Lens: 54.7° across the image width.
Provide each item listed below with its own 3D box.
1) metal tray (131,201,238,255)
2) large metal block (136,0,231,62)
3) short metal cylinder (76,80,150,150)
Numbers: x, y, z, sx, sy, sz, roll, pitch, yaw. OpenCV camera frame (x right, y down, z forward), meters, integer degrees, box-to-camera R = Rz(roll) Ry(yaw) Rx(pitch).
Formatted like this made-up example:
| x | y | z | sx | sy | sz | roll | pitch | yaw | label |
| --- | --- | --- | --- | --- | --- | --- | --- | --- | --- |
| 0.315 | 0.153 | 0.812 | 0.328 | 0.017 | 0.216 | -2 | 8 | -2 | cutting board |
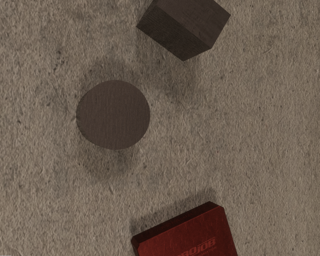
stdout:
| x | y | z | sx | sy | sz | roll | pitch | yaw | label |
| --- | --- | --- | --- | --- | --- | --- | --- | --- | --- |
| 0.036 | 0.167 | 0.421 | 0.131 | 0.030 | 0.089 | -19 | 97 | -19 | metal tray |
| 0.026 | -0.135 | 0.390 | 0.080 | 0.080 | 0.050 | 33 | 79 | -18 | large metal block |
| -0.058 | -0.015 | 0.375 | 0.081 | 0.050 | 0.079 | 0 | 90 | -21 | short metal cylinder |
